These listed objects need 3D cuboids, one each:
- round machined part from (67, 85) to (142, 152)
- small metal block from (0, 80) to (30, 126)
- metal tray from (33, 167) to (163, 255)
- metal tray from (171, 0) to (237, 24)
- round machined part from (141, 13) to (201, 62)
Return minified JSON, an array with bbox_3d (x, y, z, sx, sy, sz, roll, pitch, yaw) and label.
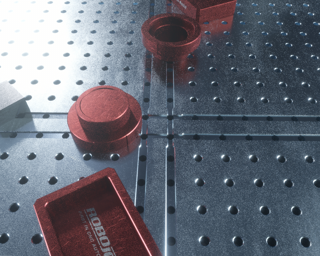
[{"bbox_3d":[-0.074,-0.019,0.412,0.099,0.042,0.098,0,50,0],"label":"round machined part"},{"bbox_3d":[-0.222,-0.034,0.435,0.050,0.025,0.050,-37,59,-27],"label":"small metal block"},{"bbox_3d":[-0.061,0.111,0.310,0.091,0.030,0.130,-23,54,-19],"label":"metal tray"},{"bbox_3d":[0.081,-0.265,0.627,0.091,0.030,0.130,-21,53,-17],"label":"metal tray"},{"bbox_3d":[0.019,-0.149,0.522,0.099,0.042,0.098,0,50,0],"label":"round machined part"}]
